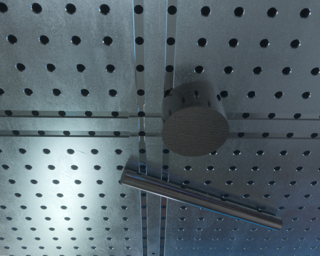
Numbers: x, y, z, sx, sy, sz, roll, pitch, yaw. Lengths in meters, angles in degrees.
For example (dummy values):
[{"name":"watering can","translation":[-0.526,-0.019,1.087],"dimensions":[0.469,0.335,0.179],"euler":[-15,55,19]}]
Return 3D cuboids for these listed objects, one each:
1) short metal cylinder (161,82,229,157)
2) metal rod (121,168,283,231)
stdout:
[{"name":"short metal cylinder","translation":[0.042,-0.010,0.388],"dimensions":[0.081,0.050,0.079],"euler":[0,130,0]},{"name":"metal rod","translation":[0.079,0.124,0.518],"dimensions":[0.302,0.025,0.025],"euler":[20,127,-17]}]
